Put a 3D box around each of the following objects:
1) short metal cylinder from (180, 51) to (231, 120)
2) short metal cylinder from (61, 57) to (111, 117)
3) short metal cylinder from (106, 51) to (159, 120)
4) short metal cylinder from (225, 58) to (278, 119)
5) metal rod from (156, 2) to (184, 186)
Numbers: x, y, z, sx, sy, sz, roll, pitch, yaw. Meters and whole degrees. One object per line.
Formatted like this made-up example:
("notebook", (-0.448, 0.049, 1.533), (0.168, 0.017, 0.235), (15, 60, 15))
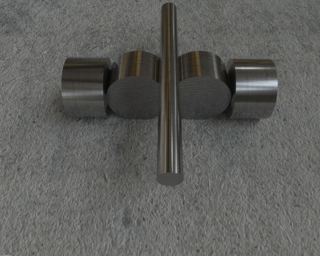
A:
("short metal cylinder", (0.051, -0.056, 0.416), (0.080, 0.080, 0.050), (1, 50, 0))
("short metal cylinder", (-0.094, -0.054, 0.414), (0.050, 0.080, 0.080), (1, 50, 0))
("short metal cylinder", (-0.029, -0.055, 0.416), (0.080, 0.080, 0.050), (1, 50, 0))
("short metal cylinder", (0.117, -0.052, 0.414), (0.050, 0.080, 0.080), (1, 50, 0))
("metal rod", (0.012, -0.067, 0.381), (0.025, 0.025, 0.300), (1, 50, 0))
